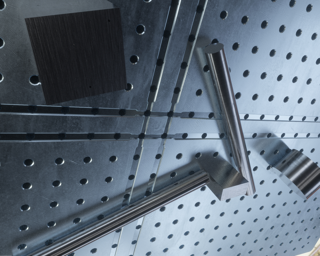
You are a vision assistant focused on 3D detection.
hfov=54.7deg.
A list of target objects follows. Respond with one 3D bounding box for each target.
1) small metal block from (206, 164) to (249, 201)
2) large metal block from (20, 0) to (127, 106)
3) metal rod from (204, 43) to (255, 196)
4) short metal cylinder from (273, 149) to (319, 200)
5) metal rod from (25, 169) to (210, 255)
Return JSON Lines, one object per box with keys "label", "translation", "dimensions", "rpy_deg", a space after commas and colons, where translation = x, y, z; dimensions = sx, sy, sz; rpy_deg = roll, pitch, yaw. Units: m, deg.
{"label": "small metal block", "translation": [0.108, 0.089, 0.509], "dimensions": [0.050, 0.050, 0.025], "rpy_deg": [-9, 123, -24]}
{"label": "large metal block", "translation": [-0.082, -0.076, 0.303], "dimensions": [0.081, 0.050, 0.079], "rpy_deg": [-15, 125, -20]}
{"label": "metal rod", "translation": [0.115, 0.008, 0.478], "dimensions": [0.025, 0.025, 0.299], "rpy_deg": [-31, 129, -8]}
{"label": "short metal cylinder", "translation": [0.255, 0.084, 0.566], "dimensions": [0.050, 0.080, 0.080], "rpy_deg": [-43, 129, 1]}
{"label": "metal rod", "translation": [-0.061, 0.136, 0.461], "dimensions": [0.302, 0.025, 0.025], "rpy_deg": [-24, 127, -14]}
